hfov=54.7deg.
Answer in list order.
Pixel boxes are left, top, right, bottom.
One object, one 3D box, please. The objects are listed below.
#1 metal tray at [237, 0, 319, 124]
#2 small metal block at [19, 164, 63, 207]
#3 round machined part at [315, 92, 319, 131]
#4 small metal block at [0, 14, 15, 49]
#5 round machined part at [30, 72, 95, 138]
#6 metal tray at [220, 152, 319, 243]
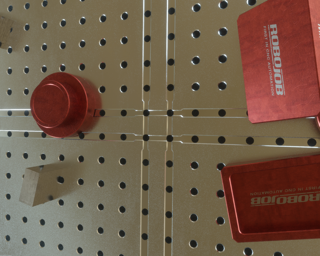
[{"bbox_3d":[0.134,-0.073,0.336,0.090,0.030,0.129,-10,86,58],"label":"metal tray"},{"bbox_3d":[-0.177,0.084,0.462,0.025,0.050,0.050,16,95,19],"label":"small metal block"},{"bbox_3d":[0.217,-0.019,0.327,0.098,0.042,0.097,0,90,20],"label":"round machined part"},{"bbox_3d":[-0.276,-0.166,0.510,0.050,0.025,0.050,29,100,17],"label":"small metal block"},{"bbox_3d":[-0.150,-0.034,0.456,0.098,0.042,0.097,0,90,20],"label":"round machined part"},{"bbox_3d":[0.144,0.080,0.358,0.130,0.030,0.090,-11,86,19],"label":"metal tray"}]
